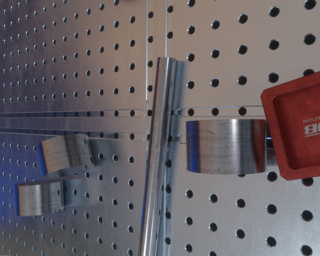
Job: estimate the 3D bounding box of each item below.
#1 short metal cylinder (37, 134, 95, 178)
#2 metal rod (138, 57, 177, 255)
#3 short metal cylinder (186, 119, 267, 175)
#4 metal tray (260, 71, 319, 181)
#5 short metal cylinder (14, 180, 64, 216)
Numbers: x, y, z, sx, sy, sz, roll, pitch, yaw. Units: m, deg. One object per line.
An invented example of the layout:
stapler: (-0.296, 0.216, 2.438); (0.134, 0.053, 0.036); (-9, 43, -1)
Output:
short metal cylinder: (-0.150, 0.046, 0.498); (0.080, 0.081, 0.050); (-26, 74, 37)
metal rod: (-0.006, 0.058, 0.414); (0.025, 0.025, 0.298); (10, 96, 39)
short metal cylinder: (0.067, 0.017, 0.318); (0.080, 0.081, 0.050); (-2, 89, 40)
metal tray: (0.164, -0.009, 0.270); (0.130, 0.030, 0.090); (-18, 79, 38)
short metal cylinder: (-0.213, 0.122, 0.550); (0.080, 0.081, 0.050); (-6, 86, 40)
